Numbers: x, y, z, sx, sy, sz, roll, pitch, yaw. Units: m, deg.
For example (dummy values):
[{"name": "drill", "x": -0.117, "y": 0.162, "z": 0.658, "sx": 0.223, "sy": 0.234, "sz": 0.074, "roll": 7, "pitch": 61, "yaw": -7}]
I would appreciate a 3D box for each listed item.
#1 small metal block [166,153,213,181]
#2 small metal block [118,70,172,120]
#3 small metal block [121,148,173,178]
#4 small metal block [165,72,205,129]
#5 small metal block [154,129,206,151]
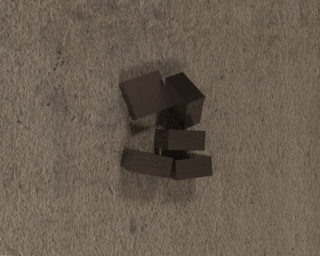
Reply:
[{"name": "small metal block", "x": 0.034, "y": 0.050, "z": 0.410, "sx": 0.050, "sy": 0.050, "sz": 0.025, "roll": -4, "pitch": 92, "yaw": -20}, {"name": "small metal block", "x": -0.019, "y": -0.043, "z": 0.403, "sx": 0.050, "sy": 0.025, "sz": 0.050, "roll": -22, "pitch": 98, "yaw": -19}, {"name": "small metal block", "x": -0.018, "y": 0.043, "z": 0.390, "sx": 0.050, "sy": 0.050, "sz": 0.025, "roll": 13, "pitch": 86, "yaw": -20}, {"name": "small metal block", "x": 0.030, "y": -0.034, "z": 0.397, "sx": 0.025, "sy": 0.050, "sz": 0.050, "roll": -23, "pitch": 56, "yaw": -19}, {"name": "small metal block", "x": 0.025, "y": 0.015, "z": 0.406, "sx": 0.050, "sy": 0.050, "sz": 0.025, "roll": 3, "pitch": 90, "yaw": -20}]
